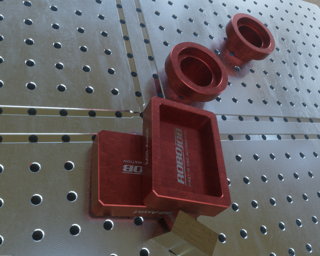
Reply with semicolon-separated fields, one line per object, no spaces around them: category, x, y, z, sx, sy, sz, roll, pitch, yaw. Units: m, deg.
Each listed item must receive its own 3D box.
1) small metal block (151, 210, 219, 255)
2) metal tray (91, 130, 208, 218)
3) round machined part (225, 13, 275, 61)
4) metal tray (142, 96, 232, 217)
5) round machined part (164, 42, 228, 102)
small metal block;0.026;0.117;0.334;0.050;0.050;0.025;34;54;-7
metal tray;-0.011;0.055;0.360;0.131;0.030;0.090;9;52;-24
round machined part;0.165;-0.166;0.587;0.099;0.042;0.098;14;56;-21
metal tray;0.027;0.030;0.357;0.091;0.030;0.130;14;50;-20
round machined part;0.051;-0.080;0.473;0.099;0.042;0.098;14;56;-21
